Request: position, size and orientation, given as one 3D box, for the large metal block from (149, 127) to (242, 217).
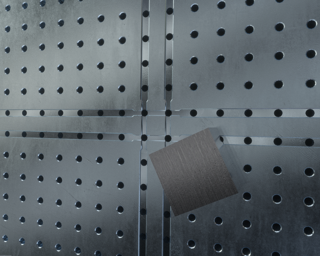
[{"bbox_3d":[0.045,0.052,0.383,0.080,0.050,0.080,-26,82,18],"label":"large metal block"}]
